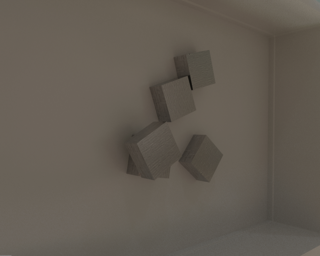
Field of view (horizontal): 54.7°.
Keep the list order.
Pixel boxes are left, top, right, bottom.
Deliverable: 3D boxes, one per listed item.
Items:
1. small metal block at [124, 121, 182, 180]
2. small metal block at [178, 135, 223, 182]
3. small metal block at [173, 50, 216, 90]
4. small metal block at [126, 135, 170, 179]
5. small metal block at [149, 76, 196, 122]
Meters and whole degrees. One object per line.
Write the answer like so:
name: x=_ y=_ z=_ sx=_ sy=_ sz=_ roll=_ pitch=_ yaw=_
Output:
small metal block: x=-0.007 y=0.026 z=0.370 sx=0.050 sy=0.025 sz=0.050 roll=-37 pitch=113 yaw=-34
small metal block: x=0.062 y=0.045 z=0.461 sx=0.050 sy=0.025 sz=0.050 roll=47 pitch=62 yaw=-30
small metal block: x=0.051 y=-0.084 z=0.452 sx=0.050 sy=0.025 sz=0.050 roll=-21 pitch=104 yaw=-38
small metal block: x=-0.012 y=0.037 z=0.399 sx=0.050 sy=0.025 sz=0.050 roll=12 pitch=82 yaw=-40
small metal block: x=0.018 y=-0.040 z=0.424 sx=0.050 sy=0.025 sz=0.050 roll=-26 pitch=107 yaw=-37
